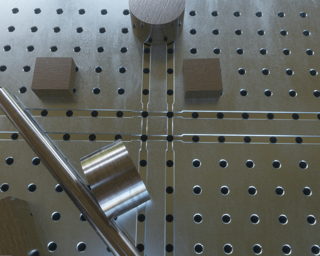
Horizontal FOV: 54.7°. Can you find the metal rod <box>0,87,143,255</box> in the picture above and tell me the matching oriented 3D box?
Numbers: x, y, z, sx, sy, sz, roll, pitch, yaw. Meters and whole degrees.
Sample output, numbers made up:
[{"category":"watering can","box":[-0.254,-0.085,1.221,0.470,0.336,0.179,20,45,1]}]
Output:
[{"category":"metal rod","box":[-0.119,0.059,0.389,0.025,0.025,0.300,-40,75,-13]}]

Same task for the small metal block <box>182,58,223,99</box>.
[{"category":"small metal block","box":[0.059,-0.070,0.437,0.050,0.025,0.050,-2,70,-1]}]

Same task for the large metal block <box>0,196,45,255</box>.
[{"category":"large metal block","box":[-0.187,0.134,0.348,0.080,0.050,0.080,-24,72,-9]}]

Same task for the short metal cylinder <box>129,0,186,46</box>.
[{"category":"short metal cylinder","box":[-0.004,-0.171,0.461,0.081,0.050,0.080,0,70,0]}]

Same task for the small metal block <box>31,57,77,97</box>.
[{"category":"small metal block","box":[-0.148,-0.072,0.437,0.050,0.025,0.050,0,70,0]}]

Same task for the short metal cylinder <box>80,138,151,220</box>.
[{"category":"short metal cylinder","box":[-0.051,0.059,0.361,0.050,0.080,0.080,-26,72,-9]}]
